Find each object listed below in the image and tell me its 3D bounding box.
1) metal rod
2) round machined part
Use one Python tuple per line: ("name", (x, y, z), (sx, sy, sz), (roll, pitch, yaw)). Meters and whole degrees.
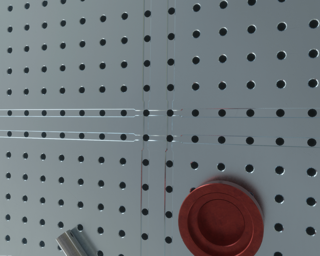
("metal rod", (-0.053, 0.273, 0.431), (0.025, 0.025, 0.300), (-43, 77, 15))
("round machined part", (0.075, 0.112, 0.377), (0.098, 0.042, 0.097), (0, 90, 20))
